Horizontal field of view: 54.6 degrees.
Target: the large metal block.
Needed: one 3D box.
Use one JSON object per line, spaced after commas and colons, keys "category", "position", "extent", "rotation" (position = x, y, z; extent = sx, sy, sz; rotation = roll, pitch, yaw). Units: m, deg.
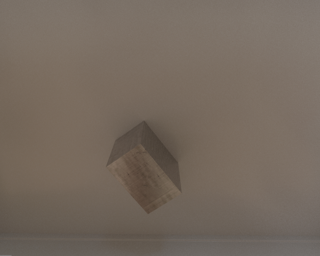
{"category": "large metal block", "position": [-0.018, 0.047, 0.399], "extent": [0.050, 0.080, 0.080], "rotation": [-35, 107, 12]}
